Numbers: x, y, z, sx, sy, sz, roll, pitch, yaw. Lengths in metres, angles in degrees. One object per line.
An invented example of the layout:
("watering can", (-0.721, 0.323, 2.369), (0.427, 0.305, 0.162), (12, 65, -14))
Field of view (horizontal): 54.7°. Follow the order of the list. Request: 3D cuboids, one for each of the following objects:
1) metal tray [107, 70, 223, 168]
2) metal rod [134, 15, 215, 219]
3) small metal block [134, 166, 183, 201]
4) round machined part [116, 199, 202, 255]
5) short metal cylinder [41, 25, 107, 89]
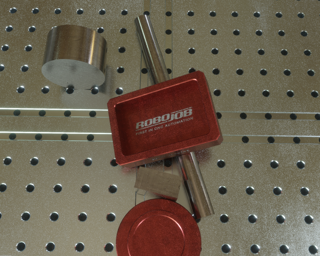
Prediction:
("metal tray", (0.004, -0.009, 0.389), (0.130, 0.030, 0.090), (-16, 72, 14))
("metal rod", (0.013, -0.028, 0.422), (0.025, 0.025, 0.299), (-15, 71, -6))
("small metal block", (-0.002, 0.069, 0.373), (0.050, 0.050, 0.025), (13, 71, 4))
("round machined part", (-0.001, 0.130, 0.355), (0.099, 0.042, 0.098), (0, 70, -1))
("short metal cylinder", (-0.112, -0.092, 0.415), (0.081, 0.080, 0.050), (1, 70, 0))
